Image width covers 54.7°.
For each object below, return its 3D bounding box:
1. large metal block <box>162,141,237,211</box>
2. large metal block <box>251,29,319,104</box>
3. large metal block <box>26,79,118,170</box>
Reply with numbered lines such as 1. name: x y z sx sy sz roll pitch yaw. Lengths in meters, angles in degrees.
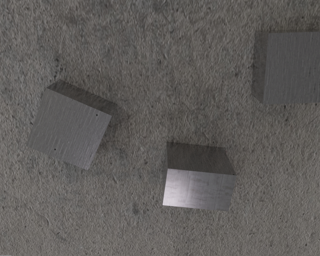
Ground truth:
1. large metal block: 0.046 0.060 0.403 0.081 0.080 0.050 6 110 -3
2. large metal block: 0.158 -0.075 0.370 0.080 0.050 0.079 -2 110 0
3. large metal block: -0.110 -0.005 0.394 0.080 0.050 0.080 24 108 -9
